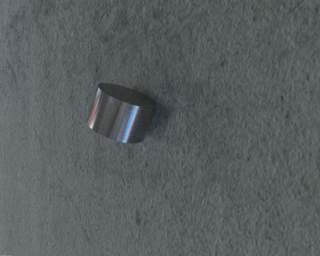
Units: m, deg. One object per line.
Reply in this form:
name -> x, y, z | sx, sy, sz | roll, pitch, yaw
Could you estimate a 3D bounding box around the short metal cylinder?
short metal cylinder -> -0.050, -0.021, 0.408 | 0.080, 0.081, 0.050 | 34, 111, 34
